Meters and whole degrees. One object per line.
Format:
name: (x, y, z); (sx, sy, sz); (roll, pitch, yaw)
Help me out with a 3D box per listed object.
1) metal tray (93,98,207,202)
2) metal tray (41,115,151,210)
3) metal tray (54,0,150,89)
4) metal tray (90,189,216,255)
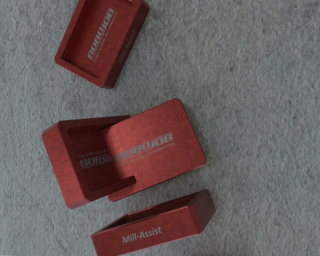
metal tray: (-0.017, 0.028, 0.396); (0.130, 0.030, 0.090); (-23, 82, 5)
metal tray: (-0.068, 0.034, 0.374); (0.030, 0.131, 0.090); (-27, 81, 30)
metal tray: (-0.083, -0.131, 0.434); (0.090, 0.030, 0.129); (29, 99, 17)
metal tray: (-0.005, 0.115, 0.375); (0.130, 0.090, 0.030); (-22, 83, 18)
